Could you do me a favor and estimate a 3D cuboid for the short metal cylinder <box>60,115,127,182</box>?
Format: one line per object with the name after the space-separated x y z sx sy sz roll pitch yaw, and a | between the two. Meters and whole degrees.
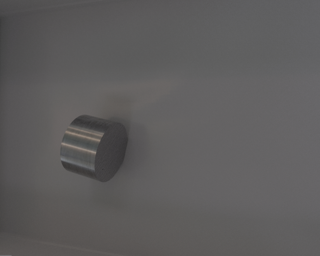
-0.085 0.026 0.412 0.050 0.080 0.080 14 95 19 | short metal cylinder
